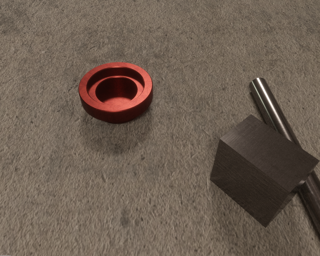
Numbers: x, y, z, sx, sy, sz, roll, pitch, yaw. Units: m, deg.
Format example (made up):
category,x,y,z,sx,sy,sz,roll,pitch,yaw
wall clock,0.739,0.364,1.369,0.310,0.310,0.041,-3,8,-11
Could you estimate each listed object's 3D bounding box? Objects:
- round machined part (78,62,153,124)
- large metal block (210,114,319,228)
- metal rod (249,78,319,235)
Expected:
category,x,y,z,sx,sy,sz,roll,pitch,yaw
round machined part,-0.059,-0.044,0.429,0.099,0.042,0.098,0,50,0
large metal block,0.105,0.046,0.330,0.050,0.080,0.080,-35,58,-26
metal rod,0.165,0.048,0.364,0.025,0.025,0.300,-6,50,-5
